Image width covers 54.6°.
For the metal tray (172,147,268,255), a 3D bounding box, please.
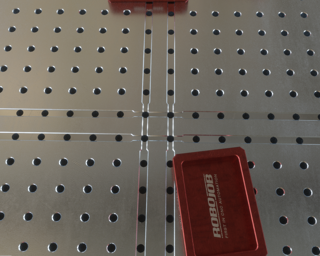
[{"bbox_3d":[0.068,0.093,0.375,0.091,0.030,0.130,-6,70,-3],"label":"metal tray"}]
